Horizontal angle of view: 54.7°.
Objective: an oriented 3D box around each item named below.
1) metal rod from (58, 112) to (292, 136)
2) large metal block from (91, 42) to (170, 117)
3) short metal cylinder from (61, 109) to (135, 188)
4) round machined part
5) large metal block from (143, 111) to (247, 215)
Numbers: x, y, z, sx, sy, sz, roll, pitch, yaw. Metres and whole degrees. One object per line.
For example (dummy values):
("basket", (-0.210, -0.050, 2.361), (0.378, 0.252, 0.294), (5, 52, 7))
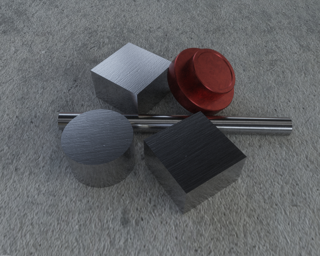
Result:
("metal rod", (0.019, -0.005, 0.411), (0.302, 0.025, 0.025), (1, 50, 0))
("large metal block", (-0.037, -0.068, 0.443), (0.080, 0.050, 0.080), (30, 56, 22))
("short metal cylinder", (-0.070, 0.024, 0.367), (0.081, 0.050, 0.080), (0, 50, 0))
("round machined part", (0.063, -0.068, 0.421), (0.099, 0.042, 0.098), (12, 63, -25))
("large metal block", (0.037, 0.038, 0.357), (0.081, 0.050, 0.080), (-27, 55, -21))
